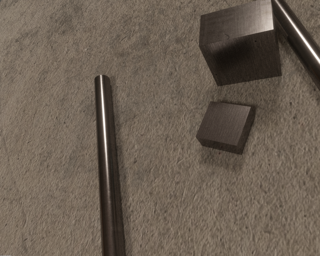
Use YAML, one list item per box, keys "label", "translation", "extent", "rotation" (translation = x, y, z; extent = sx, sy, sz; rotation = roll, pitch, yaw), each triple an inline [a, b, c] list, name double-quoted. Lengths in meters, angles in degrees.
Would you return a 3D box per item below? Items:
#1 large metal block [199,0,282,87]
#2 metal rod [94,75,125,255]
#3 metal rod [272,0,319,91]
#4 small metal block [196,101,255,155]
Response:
- label: "large metal block"
  translation: [0.100, -0.100, 0.377]
  extent: [0.080, 0.080, 0.050]
  rotation: [-7, 59, 24]
- label: "metal rod"
  translation: [-0.070, 0.044, 0.411]
  extent: [0.025, 0.025, 0.299]
  rotation: [-22, 54, 15]
- label: "metal rod"
  translation: [0.169, -0.116, 0.385]
  extent: [0.025, 0.025, 0.299]
  rotation: [-23, 53, 14]
- label: "small metal block"
  translation: [0.077, -0.001, 0.363]
  extent: [0.050, 0.025, 0.050]
  rotation: [12, 68, 33]
